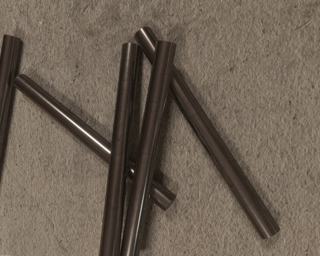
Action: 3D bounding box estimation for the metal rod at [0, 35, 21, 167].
[{"bbox_3d":[-0.262,0.002,0.499,0.025,0.025,0.298,13,94,19],"label":"metal rod"}]

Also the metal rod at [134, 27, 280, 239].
[{"bbox_3d":[0.053,-0.002,0.389,0.025,0.025,0.299,-34,79,16],"label":"metal rod"}]

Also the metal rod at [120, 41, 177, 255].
[{"bbox_3d":[-0.018,0.043,0.386,0.025,0.025,0.298,11,94,19],"label":"metal rod"}]

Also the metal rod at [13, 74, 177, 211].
[{"bbox_3d":[-0.102,0.012,0.443,0.300,0.025,0.025,37,102,16],"label":"metal rod"}]

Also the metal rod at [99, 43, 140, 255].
[{"bbox_3d":[-0.052,0.036,0.401,0.025,0.025,0.298,2,81,19],"label":"metal rod"}]
